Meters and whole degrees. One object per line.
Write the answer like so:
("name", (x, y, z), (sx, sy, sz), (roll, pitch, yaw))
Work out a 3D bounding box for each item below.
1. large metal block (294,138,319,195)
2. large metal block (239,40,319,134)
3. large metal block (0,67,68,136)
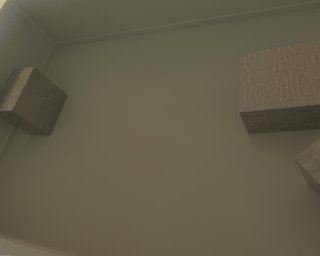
("large metal block", (0.164, 0.050, 0.250), (0.050, 0.080, 0.080), (-41, 51, 9))
("large metal block", (0.135, -0.043, 0.345), (0.080, 0.050, 0.080), (-5, 59, 25))
("large metal block", (-0.209, -0.042, 0.506), (0.050, 0.080, 0.080), (1, 62, 29))
